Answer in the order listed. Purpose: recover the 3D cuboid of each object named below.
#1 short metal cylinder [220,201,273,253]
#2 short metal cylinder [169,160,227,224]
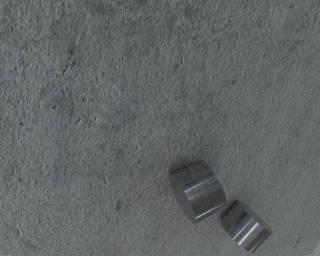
[{"bbox_3d":[0.158,0.180,0.568,0.080,0.080,0.050,34,99,-39],"label":"short metal cylinder"},{"bbox_3d":[0.054,0.094,0.459,0.050,0.080,0.080,-24,127,-14],"label":"short metal cylinder"}]
